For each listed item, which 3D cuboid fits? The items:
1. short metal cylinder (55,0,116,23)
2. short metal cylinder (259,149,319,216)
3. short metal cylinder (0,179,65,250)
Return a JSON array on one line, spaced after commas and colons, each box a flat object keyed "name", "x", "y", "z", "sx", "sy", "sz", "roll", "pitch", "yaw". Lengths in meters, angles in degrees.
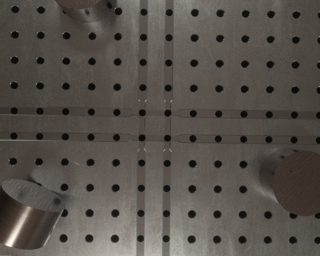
[{"name": "short metal cylinder", "x": -0.099, "y": -0.184, "z": 0.399, "sx": 0.081, "sy": 0.050, "sz": 0.079, "roll": 0, "pitch": 90, "yaw": -1}, {"name": "short metal cylinder", "x": 0.178, "y": 0.068, "z": 0.403, "sx": 0.081, "sy": 0.050, "sz": 0.079, "roll": 0, "pitch": 90, "yaw": -1}, {"name": "short metal cylinder", "x": -0.167, "y": 0.105, "z": 0.384, "sx": 0.080, "sy": 0.080, "sz": 0.050, "roll": 27, "pitch": 90, "yaw": -1}]
